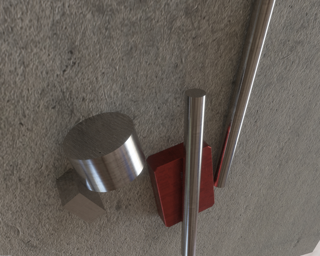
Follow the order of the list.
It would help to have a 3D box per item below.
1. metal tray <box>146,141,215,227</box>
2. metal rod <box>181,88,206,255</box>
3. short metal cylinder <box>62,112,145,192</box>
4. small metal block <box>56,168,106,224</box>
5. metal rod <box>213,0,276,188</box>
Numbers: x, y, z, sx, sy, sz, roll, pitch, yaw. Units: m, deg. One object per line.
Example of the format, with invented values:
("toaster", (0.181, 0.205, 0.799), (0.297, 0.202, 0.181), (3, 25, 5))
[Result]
("metal tray", (0.035, 0.085, 0.475), (0.091, 0.030, 0.129), (-21, 127, -16))
("metal rod", (0.045, 0.085, 0.443), (0.025, 0.025, 0.298), (-15, 125, -20))
("short metal cylinder", (-0.062, 0.026, 0.353), (0.080, 0.080, 0.050), (-26, 128, -13))
("small metal block", (-0.100, 0.085, 0.389), (0.025, 0.050, 0.050), (-40, 130, -1))
("metal rod", (0.114, -0.038, 0.445), (0.025, 0.025, 0.298), (-7, 122, -25))
